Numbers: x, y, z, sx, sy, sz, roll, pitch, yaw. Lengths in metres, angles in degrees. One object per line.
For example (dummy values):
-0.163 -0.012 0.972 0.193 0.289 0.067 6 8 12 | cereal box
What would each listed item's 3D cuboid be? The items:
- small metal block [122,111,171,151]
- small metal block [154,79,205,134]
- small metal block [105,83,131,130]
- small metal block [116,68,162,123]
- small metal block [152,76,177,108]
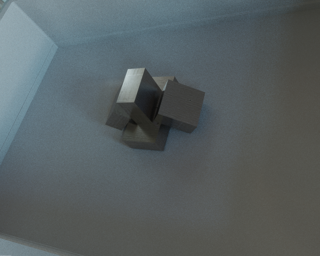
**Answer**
-0.016 0.001 0.411 0.050 0.025 0.050 3 63 29 | small metal block
0.025 -0.027 0.392 0.050 0.025 0.050 19 67 -7 | small metal block
-0.052 -0.030 0.432 0.050 0.025 0.050 139 150 -62 | small metal block
-0.025 -0.040 0.392 0.025 0.050 0.050 1 62 28 | small metal block
-0.004 -0.044 0.431 0.050 0.025 0.050 3 63 29 | small metal block
